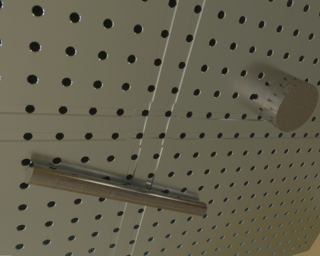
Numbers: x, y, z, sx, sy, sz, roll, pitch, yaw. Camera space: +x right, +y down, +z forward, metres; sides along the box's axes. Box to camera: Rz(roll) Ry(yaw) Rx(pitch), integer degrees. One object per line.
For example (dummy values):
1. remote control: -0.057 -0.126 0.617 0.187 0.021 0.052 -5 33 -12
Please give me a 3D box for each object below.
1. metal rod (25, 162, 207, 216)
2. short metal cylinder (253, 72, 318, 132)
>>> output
1. metal rod: -0.040 0.097 0.450 0.302 0.025 0.025 22 107 -37
2. short metal cylinder: 0.194 -0.041 0.478 0.081 0.050 0.079 -14 125 -21
